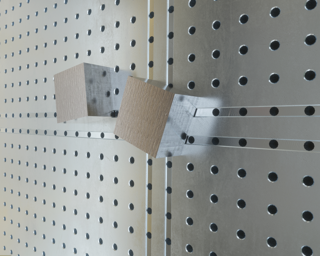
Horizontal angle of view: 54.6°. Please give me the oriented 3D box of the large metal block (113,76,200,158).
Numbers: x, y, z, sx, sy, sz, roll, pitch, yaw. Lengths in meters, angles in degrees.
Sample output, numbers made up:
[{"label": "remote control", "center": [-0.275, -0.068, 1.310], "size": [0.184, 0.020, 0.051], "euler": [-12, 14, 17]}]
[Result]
[{"label": "large metal block", "center": [-0.007, -0.016, 0.400], "size": [0.080, 0.050, 0.080], "euler": [27, 107, 37]}]

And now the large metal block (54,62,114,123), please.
[{"label": "large metal block", "center": [-0.123, -0.052, 0.496], "size": [0.080, 0.050, 0.080], "euler": [-9, 84, 39]}]
